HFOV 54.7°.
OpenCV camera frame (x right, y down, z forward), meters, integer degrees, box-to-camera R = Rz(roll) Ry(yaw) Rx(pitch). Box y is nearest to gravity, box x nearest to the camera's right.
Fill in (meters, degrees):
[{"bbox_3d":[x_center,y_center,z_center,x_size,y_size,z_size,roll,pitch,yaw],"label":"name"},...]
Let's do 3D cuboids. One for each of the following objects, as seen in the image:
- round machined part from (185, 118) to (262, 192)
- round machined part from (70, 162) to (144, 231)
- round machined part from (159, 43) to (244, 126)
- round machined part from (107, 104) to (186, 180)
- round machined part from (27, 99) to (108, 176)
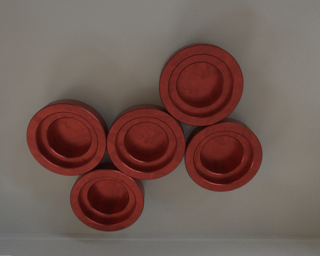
[{"bbox_3d":[0.081,0.032,0.412,0.099,0.042,0.097,0,110,0],"label":"round machined part"},{"bbox_3d":[-0.071,0.091,0.432,0.099,0.042,0.097,0,110,0],"label":"round machined part"},{"bbox_3d":[0.048,-0.055,0.380,0.099,0.042,0.097,0,110,0],"label":"round machined part"},{"bbox_3d":[-0.017,0.015,0.404,0.099,0.042,0.097,0,110,0],"label":"round machined part"},{"bbox_3d":[-0.115,0.009,0.402,0.099,0.042,0.097,0,110,0],"label":"round machined part"}]
